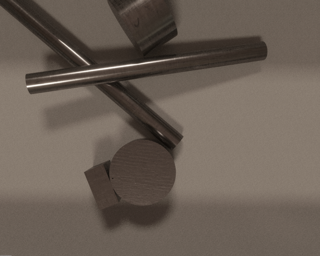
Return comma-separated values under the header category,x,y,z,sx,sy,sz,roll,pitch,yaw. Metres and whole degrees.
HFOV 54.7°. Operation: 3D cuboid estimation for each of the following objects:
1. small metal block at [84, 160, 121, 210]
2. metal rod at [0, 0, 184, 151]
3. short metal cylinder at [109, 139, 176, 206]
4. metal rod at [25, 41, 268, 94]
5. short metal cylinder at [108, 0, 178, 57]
category,x,y,z,sx,sy,sz,roll,pitch,yaw
small metal block,-0.071,0.071,0.398,0.025,0.050,0.050,-22,90,0
metal rod,-0.091,-0.077,0.410,0.300,0.025,0.025,40,90,-1
short metal cylinder,-0.021,0.054,0.399,0.081,0.050,0.079,0,90,-1
metal rod,-0.010,-0.078,0.393,0.302,0.025,0.025,-10,90,-8
short metal cylinder,-0.021,-0.136,0.384,0.050,0.080,0.080,-34,90,0
